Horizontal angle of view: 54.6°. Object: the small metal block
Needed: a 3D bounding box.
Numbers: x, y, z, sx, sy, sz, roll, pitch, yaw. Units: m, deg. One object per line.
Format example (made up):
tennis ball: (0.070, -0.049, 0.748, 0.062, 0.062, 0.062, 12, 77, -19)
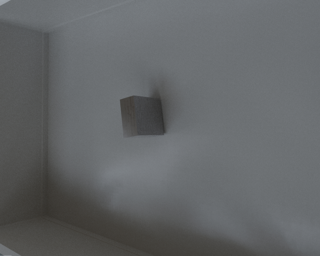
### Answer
small metal block: (-0.023, -0.014, 0.406, 0.025, 0.050, 0.050, -11, 82, 40)
